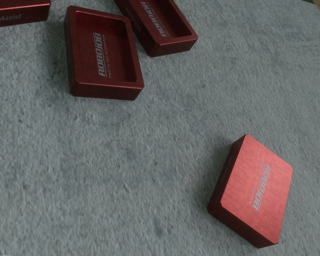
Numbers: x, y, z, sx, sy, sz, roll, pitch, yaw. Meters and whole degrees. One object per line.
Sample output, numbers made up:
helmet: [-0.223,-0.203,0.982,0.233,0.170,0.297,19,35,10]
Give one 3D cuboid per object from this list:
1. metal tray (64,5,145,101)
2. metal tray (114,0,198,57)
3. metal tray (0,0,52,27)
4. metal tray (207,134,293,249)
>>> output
metal tray: [-0.078,-0.102,0.421,0.091,0.030,0.130,2,61,-28]
metal tray: [-0.007,-0.181,0.508,0.091,0.030,0.130,-20,73,-36]
metal tray: [-0.218,-0.170,0.386,0.131,0.030,0.090,-25,76,-37]
metal tray: [0.127,0.081,0.421,0.090,0.030,0.130,36,51,-4]
